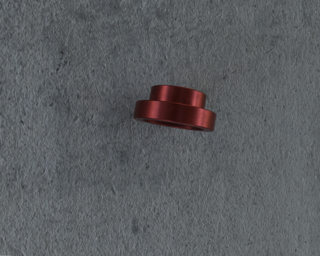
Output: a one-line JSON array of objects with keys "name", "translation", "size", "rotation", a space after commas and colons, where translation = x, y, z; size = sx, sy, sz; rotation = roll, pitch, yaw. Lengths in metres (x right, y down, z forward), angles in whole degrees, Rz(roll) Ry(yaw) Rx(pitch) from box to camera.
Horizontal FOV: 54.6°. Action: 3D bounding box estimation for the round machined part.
[{"name": "round machined part", "translation": [0.020, -0.024, 0.377], "size": [0.099, 0.098, 0.042], "rotation": [10, 87, -20]}]
